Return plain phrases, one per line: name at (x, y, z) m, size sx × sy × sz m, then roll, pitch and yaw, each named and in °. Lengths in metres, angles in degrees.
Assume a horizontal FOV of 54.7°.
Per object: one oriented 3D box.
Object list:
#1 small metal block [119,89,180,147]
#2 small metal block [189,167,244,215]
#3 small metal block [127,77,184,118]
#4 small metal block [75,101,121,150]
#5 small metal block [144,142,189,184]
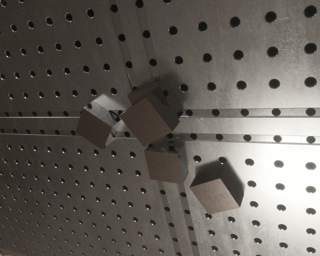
small metal block at (-0.013, -0.011, 0.378) m, size 0.050 × 0.025 × 0.050 m, roll -30°, pitch 102°, yaw 37°
small metal block at (0.078, 0.087, 0.423) m, size 0.050 × 0.025 × 0.050 m, roll -26°, pitch 105°, yaw 36°
small metal block at (-0.006, -0.031, 0.394) m, size 0.050 × 0.025 × 0.050 m, roll -13°, pitch 112°, yaw 33°
small metal block at (-0.091, -0.004, 0.455) m, size 0.050 × 0.025 × 0.050 m, roll 33°, pitch 129°, yaw 5°
small metal block at (0.010, 0.048, 0.435) m, size 0.050 × 0.025 × 0.050 m, roll 4°, pitch 121°, yaw 25°
